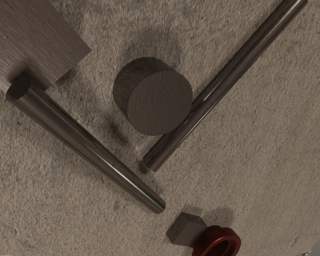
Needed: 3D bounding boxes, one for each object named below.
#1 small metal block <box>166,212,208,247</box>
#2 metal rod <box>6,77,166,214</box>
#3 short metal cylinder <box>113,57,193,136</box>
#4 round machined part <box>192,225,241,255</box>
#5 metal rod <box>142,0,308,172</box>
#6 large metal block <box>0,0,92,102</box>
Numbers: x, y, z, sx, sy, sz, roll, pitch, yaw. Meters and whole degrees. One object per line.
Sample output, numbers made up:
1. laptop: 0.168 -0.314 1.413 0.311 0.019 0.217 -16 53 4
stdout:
1. small metal block: 0.047 0.180 0.546 0.050 0.025 0.050 26 104 -38
2. metal rod: -0.059 0.045 0.368 0.025 0.025 0.300 -39 140 -2
3. short metal cylinder: -0.009 -0.037 0.364 0.081 0.050 0.079 -14 125 -21
4. round machined part: 0.103 0.227 0.596 0.099 0.042 0.097 -14 125 -21
5. metal rod: 0.084 -0.058 0.418 0.299 0.025 0.025 -48 129 6
6. large metal block: -0.123 -0.079 0.275 0.080 0.050 0.080 -41 130 0
